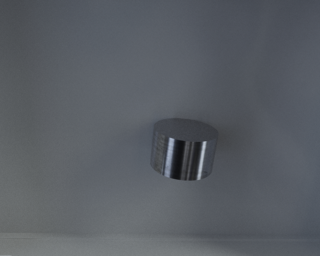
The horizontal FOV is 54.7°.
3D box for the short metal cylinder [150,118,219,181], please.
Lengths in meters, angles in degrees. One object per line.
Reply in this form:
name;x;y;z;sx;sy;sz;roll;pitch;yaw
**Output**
short metal cylinder;0.030;0.024;0.391;0.081;0.080;0.050;5;110;-3
